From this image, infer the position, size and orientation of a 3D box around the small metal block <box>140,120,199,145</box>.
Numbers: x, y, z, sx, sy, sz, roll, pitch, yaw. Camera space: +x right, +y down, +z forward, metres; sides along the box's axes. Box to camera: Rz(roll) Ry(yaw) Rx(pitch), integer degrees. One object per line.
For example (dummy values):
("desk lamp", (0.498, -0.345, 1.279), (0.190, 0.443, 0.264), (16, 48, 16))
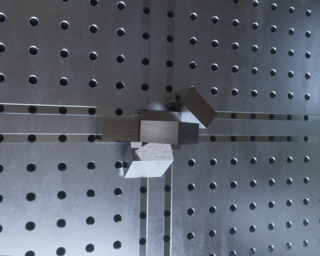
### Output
("small metal block", (0.012, 0.005, 0.366), (0.050, 0.050, 0.025), (3, 89, -57))

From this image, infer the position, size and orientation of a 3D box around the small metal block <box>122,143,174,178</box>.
("small metal block", (-0.017, 0.041, 0.390), (0.050, 0.050, 0.025), (1, 58, -20))

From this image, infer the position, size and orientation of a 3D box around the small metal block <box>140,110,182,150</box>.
("small metal block", (0.000, 0.003, 0.412), (0.050, 0.025, 0.050), (2, 89, -21))

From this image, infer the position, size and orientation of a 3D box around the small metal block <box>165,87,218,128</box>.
("small metal block", (0.041, -0.026, 0.414), (0.050, 0.050, 0.025), (45, 76, -15))

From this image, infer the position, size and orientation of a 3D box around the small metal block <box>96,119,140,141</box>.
("small metal block", (-0.050, 0.003, 0.380), (0.050, 0.050, 0.025), (2, 90, -19))
